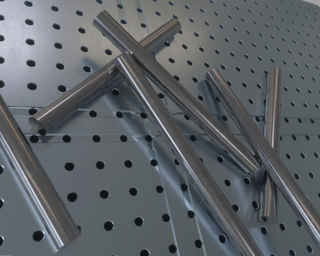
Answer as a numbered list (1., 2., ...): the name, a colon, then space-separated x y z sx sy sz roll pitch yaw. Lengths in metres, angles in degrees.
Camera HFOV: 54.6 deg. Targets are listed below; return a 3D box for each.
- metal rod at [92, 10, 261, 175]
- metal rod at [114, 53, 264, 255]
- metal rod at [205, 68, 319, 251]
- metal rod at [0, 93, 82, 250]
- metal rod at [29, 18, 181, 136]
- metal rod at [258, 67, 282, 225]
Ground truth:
1. metal rod: 0.028 -0.044 0.428 0.300 0.025 0.025 43 51 -7
2. metal rod: 0.033 0.035 0.387 0.025 0.025 0.299 -29 82 -37
3. metal rod: 0.147 0.031 0.441 0.025 0.025 0.299 -10 59 -32
4. metal rod: -0.169 -0.012 0.324 0.025 0.025 0.299 -26 76 -37
5. metal rod: -0.054 -0.088 0.431 0.025 0.025 0.301 42 51 1
6. metal rod: 0.181 0.008 0.499 0.025 0.025 0.300 27 52 -12
